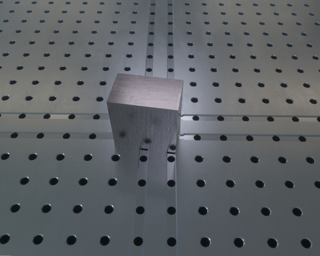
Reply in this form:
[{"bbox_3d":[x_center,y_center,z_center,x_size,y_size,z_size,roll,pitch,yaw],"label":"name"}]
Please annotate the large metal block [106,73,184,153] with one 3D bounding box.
[{"bbox_3d":[-0.016,-0.018,0.387,0.080,0.080,0.050,7,51,6],"label":"large metal block"}]
